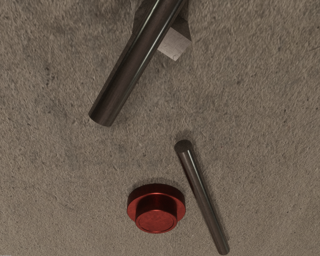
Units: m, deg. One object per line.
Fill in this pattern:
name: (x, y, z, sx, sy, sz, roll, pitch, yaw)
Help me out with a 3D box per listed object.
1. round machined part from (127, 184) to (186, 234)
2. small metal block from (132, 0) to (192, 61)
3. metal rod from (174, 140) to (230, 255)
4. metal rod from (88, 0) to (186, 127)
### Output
round machined part: (-0.006, 0.140, 0.515, 0.099, 0.042, 0.097, -1, 130, 0)
small metal block: (0.002, -0.100, 0.306, 0.050, 0.050, 0.025, 28, 124, -22)
metal rod: (0.079, 0.133, 0.521, 0.025, 0.025, 0.299, -15, 129, 11)
metal rod: (0.021, -0.127, 0.249, 0.025, 0.025, 0.298, 26, 110, -21)
